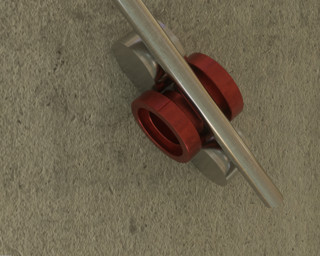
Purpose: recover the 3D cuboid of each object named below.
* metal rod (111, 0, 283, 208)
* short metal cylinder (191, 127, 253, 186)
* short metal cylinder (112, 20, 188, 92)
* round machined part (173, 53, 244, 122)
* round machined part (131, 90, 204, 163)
[{"bbox_3d":[0.049,-0.026,0.345,0.025,0.025,0.300,-42,104,-15],"label":"metal rod"},{"bbox_3d":[0.075,0.030,0.410,0.050,0.080,0.080,-41,103,-16],"label":"short metal cylinder"},{"bbox_3d":[-0.012,-0.084,0.377,0.050,0.080,0.080,-41,103,-16],"label":"short metal cylinder"},{"bbox_3d":[0.055,-0.043,0.393,0.042,0.098,0.098,-40,103,-11],"label":"round machined part"},{"bbox_3d":[0.014,-0.007,0.376,0.042,0.098,0.098,-42,104,-19],"label":"round machined part"}]
